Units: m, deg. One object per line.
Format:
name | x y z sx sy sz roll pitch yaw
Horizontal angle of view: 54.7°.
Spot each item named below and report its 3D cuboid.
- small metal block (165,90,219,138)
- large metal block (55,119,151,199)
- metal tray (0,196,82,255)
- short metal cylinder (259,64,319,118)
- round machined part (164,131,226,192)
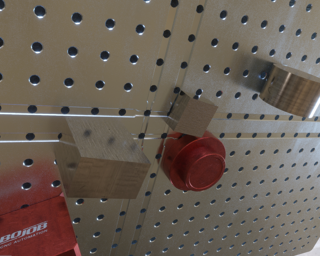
small metal block | 0.044 -0.018 0.424 0.050 0.025 0.050 14 111 -34
large metal block | -0.069 0.036 0.360 0.081 0.080 0.050 10 113 -33
metal tray | -0.168 0.139 0.363 0.131 0.090 0.030 -17 125 -19
short metal cylinder | 0.192 -0.055 0.446 0.081 0.080 0.050 4 117 -30
round machined part | 0.059 0.057 0.467 0.099 0.042 0.097 -14 124 -21
